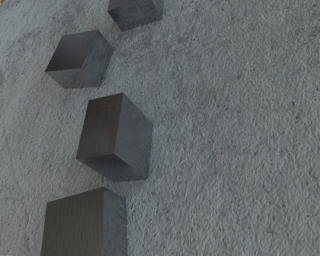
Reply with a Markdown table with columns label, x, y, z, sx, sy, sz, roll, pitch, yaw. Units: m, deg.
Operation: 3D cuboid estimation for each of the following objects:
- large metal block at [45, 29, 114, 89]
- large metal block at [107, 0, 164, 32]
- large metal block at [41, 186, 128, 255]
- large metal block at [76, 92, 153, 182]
| label | x | y | z | sx | sy | sz | roll | pitch | yaw |
| --- | --- | --- | --- | --- | --- | --- | --- | --- | --- |
| large metal block | -0.136 | -0.116 | 0.531 | 0.080 | 0.050 | 0.080 | 1 | 62 | 28 |
| large metal block | -0.040 | -0.227 | 0.549 | 0.080 | 0.050 | 0.080 | -10 | 57 | 22 |
| large metal block | -0.086 | 0.122 | 0.358 | 0.080 | 0.050 | 0.080 | -18 | 55 | 17 |
| large metal block | -0.052 | 0.015 | 0.387 | 0.050 | 0.080 | 0.080 | -10 | 58 | 23 |
